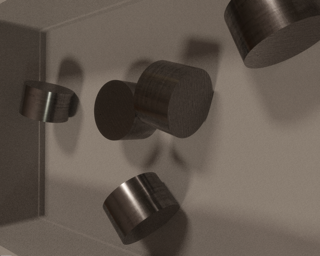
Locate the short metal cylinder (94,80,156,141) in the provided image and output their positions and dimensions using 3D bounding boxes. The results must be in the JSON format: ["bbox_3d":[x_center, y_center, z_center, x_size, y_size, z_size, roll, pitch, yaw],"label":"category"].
[{"bbox_3d":[-0.045,-0.023,0.425,0.080,0.050,0.079,0,90,39],"label":"short metal cylinder"}]

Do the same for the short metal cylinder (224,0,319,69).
[{"bbox_3d":[0.106,-0.097,0.283,0.080,0.081,0.050,-30,72,36],"label":"short metal cylinder"}]

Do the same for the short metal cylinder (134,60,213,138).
[{"bbox_3d":[0.017,-0.034,0.356,0.050,0.081,0.079,22,104,37],"label":"short metal cylinder"}]

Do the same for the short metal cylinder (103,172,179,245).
[{"bbox_3d":[-0.024,0.100,0.389,0.050,0.081,0.080,52,120,27],"label":"short metal cylinder"}]

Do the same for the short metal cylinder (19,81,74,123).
[{"bbox_3d":[-0.192,-0.045,0.526,0.080,0.081,0.050,26,106,37],"label":"short metal cylinder"}]
